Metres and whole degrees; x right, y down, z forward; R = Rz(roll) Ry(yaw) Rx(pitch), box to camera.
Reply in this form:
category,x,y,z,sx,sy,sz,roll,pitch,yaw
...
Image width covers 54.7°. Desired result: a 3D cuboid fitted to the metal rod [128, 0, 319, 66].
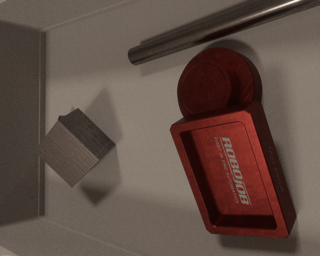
category,x,y,z,sx,sy,sz,roll,pitch,yaw
metal rod,0.079,-0.116,0.340,0.300,0.025,0.025,-8,85,39

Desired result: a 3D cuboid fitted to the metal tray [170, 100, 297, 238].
category,x,y,z,sx,sy,sz,roll,pitch,yaw
metal tray,0.073,0.045,0.314,0.090,0.030,0.129,-12,103,39

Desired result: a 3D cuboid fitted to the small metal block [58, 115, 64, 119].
category,x,y,z,sx,sy,sz,roll,pitch,yaw
small metal block,-0.158,0.013,0.534,0.050,0.025,0.050,38,113,33

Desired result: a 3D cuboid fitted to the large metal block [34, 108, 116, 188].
category,x,y,z,sx,sy,sz,roll,pitch,yaw
large metal block,-0.130,0.031,0.474,0.080,0.050,0.080,45,121,-3

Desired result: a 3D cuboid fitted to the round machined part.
category,x,y,z,sx,sy,sz,roll,pitch,yaw
round machined part,0.058,-0.041,0.346,0.098,0.042,0.097,0,90,39
